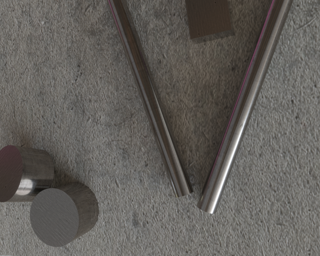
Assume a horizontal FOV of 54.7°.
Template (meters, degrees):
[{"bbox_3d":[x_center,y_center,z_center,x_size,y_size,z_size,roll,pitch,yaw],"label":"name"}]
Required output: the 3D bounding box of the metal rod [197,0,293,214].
[{"bbox_3d":[0.105,-0.039,0.371,0.025,0.025,0.298,21,97,19],"label":"metal rod"}]

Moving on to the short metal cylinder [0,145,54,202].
[{"bbox_3d":[-0.203,0.068,0.455,0.080,0.050,0.080,-8,75,33],"label":"short metal cylinder"}]

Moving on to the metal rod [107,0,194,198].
[{"bbox_3d":[-0.018,-0.055,0.415,0.025,0.025,0.299,-22,83,19],"label":"metal rod"}]

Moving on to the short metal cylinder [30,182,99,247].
[{"bbox_3d":[-0.136,0.121,0.444,0.080,0.050,0.079,0,90,19],"label":"short metal cylinder"}]

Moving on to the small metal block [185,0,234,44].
[{"bbox_3d":[0.062,-0.138,0.387,0.050,0.025,0.050,-8,87,19],"label":"small metal block"}]
